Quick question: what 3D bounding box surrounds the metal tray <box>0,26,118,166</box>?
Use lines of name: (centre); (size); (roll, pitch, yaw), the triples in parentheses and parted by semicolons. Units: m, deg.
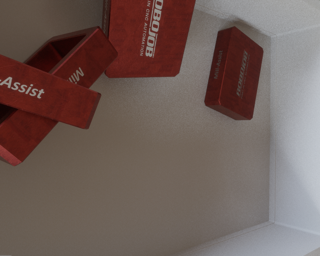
metal tray: (-0.107, -0.033, 0.271); (0.130, 0.090, 0.030); (-55, 130, -26)

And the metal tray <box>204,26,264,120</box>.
metal tray: (0.124, -0.086, 0.506); (0.091, 0.030, 0.129); (20, 77, -38)

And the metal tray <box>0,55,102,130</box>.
metal tray: (-0.122, -0.039, 0.238); (0.131, 0.090, 0.030); (20, 91, -33)

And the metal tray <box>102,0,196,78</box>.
metal tray: (-0.013, -0.118, 0.331); (0.091, 0.030, 0.129); (-5, 129, -22)
